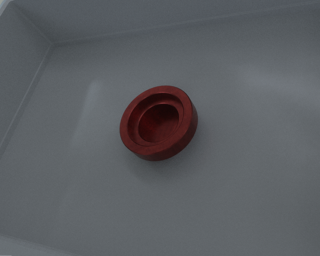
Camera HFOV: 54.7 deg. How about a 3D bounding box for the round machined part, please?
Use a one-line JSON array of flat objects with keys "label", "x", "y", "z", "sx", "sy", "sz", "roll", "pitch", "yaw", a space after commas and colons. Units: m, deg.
[{"label": "round machined part", "x": 0.002, "y": -0.002, "z": 0.394, "sx": 0.098, "sy": 0.042, "sz": 0.098, "roll": -13, "pitch": 56, "yaw": 20}]
